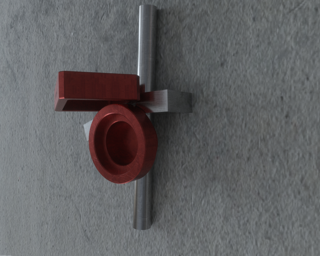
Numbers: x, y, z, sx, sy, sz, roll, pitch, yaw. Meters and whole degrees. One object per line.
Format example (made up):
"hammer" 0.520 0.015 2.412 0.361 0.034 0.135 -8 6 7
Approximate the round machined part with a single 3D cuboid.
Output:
"round machined part" -0.042 0.018 0.392 0.098 0.042 0.097 3 95 37

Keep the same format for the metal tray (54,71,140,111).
"metal tray" -0.087 -0.043 0.404 0.130 0.091 0.030 170 98 -69

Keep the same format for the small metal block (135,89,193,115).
"small metal block" 0.005 -0.031 0.384 0.050 0.050 0.025 -2 89 39

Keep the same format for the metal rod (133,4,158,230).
"metal rod" -0.020 -0.013 0.421 0.025 0.025 0.298 3 92 39

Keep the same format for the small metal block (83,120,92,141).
"small metal block" -0.073 -0.001 0.448 0.050 0.050 0.025 -24 75 37
